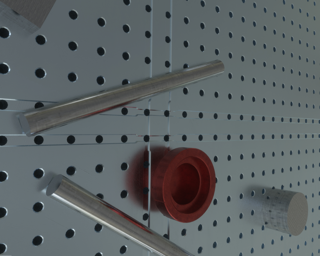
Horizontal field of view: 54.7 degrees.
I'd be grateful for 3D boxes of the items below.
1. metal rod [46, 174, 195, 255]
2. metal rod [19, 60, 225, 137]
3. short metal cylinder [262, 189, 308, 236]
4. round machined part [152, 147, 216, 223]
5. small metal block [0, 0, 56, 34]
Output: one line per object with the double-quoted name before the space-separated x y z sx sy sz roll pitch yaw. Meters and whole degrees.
"metal rod" -0.014 0.143 0.397 0.300 0.025 0.025 42 65 -32
"metal rod" -0.020 -0.049 0.391 0.302 0.025 0.025 -22 104 -38
"short metal cylinder" 0.241 0.160 0.595 0.081 0.050 0.080 0 90 -40
"round machined part" 0.028 0.075 0.421 0.099 0.042 0.097 0 90 -40
"small metal block" -0.131 -0.129 0.299 0.050 0.025 0.050 33 70 -35
